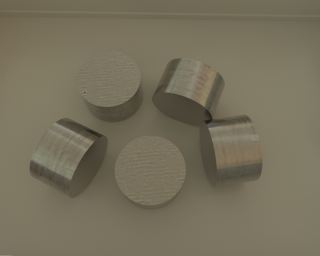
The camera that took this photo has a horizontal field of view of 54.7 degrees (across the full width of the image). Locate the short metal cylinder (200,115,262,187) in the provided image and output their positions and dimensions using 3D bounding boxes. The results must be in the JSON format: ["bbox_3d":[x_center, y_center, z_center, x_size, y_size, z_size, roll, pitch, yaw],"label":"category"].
[{"bbox_3d":[0.081,0.027,0.370,0.050,0.080,0.080,-8,70,-3],"label":"short metal cylinder"}]

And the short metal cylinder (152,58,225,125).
[{"bbox_3d":[0.036,-0.044,0.397,0.080,0.080,0.050,20,71,7],"label":"short metal cylinder"}]

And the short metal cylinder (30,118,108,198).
[{"bbox_3d":[-0.104,0.034,0.364,0.050,0.080,0.080,26,72,9],"label":"short metal cylinder"}]

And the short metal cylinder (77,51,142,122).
[{"bbox_3d":[-0.065,-0.055,0.414,0.081,0.050,0.080,0,70,0],"label":"short metal cylinder"}]

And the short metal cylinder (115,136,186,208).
[{"bbox_3d":[-0.011,0.055,0.374,0.081,0.050,0.080,0,70,0],"label":"short metal cylinder"}]
